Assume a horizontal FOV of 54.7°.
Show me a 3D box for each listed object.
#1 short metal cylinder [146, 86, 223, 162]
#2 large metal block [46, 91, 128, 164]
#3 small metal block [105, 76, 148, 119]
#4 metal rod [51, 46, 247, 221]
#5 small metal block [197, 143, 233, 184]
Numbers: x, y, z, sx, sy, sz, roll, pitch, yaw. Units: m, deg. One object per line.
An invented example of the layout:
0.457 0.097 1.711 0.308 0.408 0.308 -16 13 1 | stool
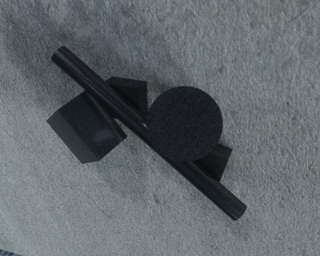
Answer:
0.025 -0.004 0.349 0.081 0.050 0.079 0 89 -2 | short metal cylinder
-0.102 0.001 0.423 0.080 0.050 0.080 53 151 -11 | large metal block
-0.044 -0.038 0.407 0.050 0.025 0.050 12 123 21 | small metal block
-0.013 0.007 0.386 0.300 0.025 0.025 41 129 -1 | metal rod
0.061 0.043 0.403 0.050 0.025 0.050 22 127 14 | small metal block
